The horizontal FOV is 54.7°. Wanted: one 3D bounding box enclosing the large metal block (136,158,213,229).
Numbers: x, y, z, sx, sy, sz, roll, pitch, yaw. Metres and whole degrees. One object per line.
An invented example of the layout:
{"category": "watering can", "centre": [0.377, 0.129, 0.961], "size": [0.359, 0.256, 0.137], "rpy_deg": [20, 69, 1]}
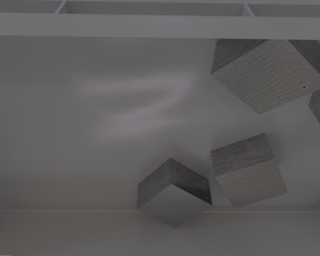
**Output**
{"category": "large metal block", "centre": [0.021, 0.103, 0.480], "size": [0.080, 0.050, 0.080], "rpy_deg": [32, 123, -25]}

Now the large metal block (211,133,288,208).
{"category": "large metal block", "centre": [0.128, 0.063, 0.447], "size": [0.080, 0.050, 0.080], "rpy_deg": [-21, 127, 17]}

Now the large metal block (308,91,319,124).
{"category": "large metal block", "centre": [0.232, -0.023, 0.355], "size": [0.080, 0.080, 0.050], "rpy_deg": [-1, 130, 1]}

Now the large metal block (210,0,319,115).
{"category": "large metal block", "centre": [0.112, -0.068, 0.320], "size": [0.080, 0.050, 0.080], "rpy_deg": [33, 142, -26]}
